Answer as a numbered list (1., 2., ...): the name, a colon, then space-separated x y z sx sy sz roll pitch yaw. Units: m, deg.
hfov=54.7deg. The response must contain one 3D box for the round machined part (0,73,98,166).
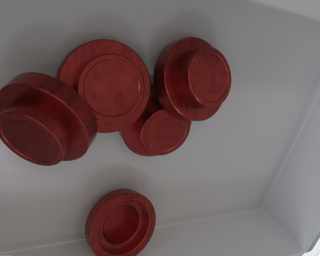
1. round machined part: -0.115 -0.001 0.299 0.098 0.042 0.097 11 134 12

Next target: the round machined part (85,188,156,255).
1. round machined part: -0.058 0.132 0.434 0.099 0.042 0.097 -7 102 -34

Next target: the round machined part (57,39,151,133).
1. round machined part: -0.055 -0.042 0.323 0.099 0.042 0.097 -5 102 -24

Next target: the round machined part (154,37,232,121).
1. round machined part: 0.045 -0.057 0.360 0.099 0.042 0.097 0 90 -37

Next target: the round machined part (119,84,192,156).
1. round machined part: -0.001 -0.004 0.395 0.099 0.042 0.097 -14 124 -21
